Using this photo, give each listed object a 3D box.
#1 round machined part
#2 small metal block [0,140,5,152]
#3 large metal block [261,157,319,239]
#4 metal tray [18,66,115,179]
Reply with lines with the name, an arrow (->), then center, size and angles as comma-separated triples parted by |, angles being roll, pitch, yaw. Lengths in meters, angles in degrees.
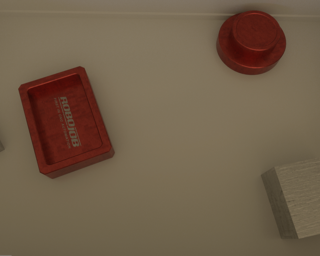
round machined part -> 0.135, -0.130, 0.450 | 0.099, 0.042, 0.098 | 0, 70, -1
small metal block -> -0.240, 0.017, 0.400 | 0.050, 0.025, 0.050 | -31, 73, -11
large metal block -> 0.179, 0.082, 0.369 | 0.081, 0.050, 0.080 | -11, 71, -4
metal tray -> -0.123, -0.010, 0.408 | 0.091, 0.030, 0.130 | -20, 71, -8
